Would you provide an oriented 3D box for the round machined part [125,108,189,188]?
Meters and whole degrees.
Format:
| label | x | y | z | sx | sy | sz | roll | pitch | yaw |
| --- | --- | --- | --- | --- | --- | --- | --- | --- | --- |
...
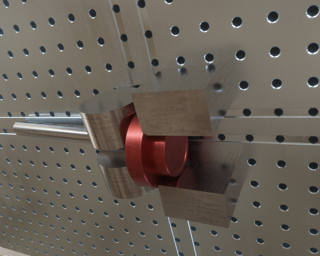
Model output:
| label | x | y | z | sx | sy | sz | roll | pitch | yaw |
| --- | --- | --- | --- | --- | --- | --- | --- | --- | --- |
| round machined part | 0.002 | 0.024 | 0.377 | 0.042 | 0.098 | 0.097 | 1 | 119 | 28 |

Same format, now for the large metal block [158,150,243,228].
| label | x | y | z | sx | sy | sz | roll | pitch | yaw |
| --- | --- | --- | --- | --- | --- | --- | --- | --- | --- |
| large metal block | 0.055 | 0.072 | 0.392 | 0.080 | 0.080 | 0.050 | 3 | 120 | 27 |

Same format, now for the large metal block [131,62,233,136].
| label | x | y | z | sx | sy | sz | roll | pitch | yaw |
| --- | --- | --- | --- | --- | --- | --- | --- | --- | --- |
| large metal block | 0.028 | -0.033 | 0.342 | 0.080 | 0.080 | 0.050 | 0 | 118 | 28 |

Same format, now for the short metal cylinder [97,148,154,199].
| label | x | y | z | sx | sy | sz | roll | pitch | yaw |
| --- | --- | --- | --- | --- | --- | --- | --- | --- | --- |
| short metal cylinder | -0.041 | 0.052 | 0.429 | 0.080 | 0.080 | 0.050 | 2 | 120 | 27 |

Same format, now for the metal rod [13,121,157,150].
| label | x | y | z | sx | sy | sz | roll | pitch | yaw |
| --- | --- | --- | --- | --- | --- | --- | --- | --- | --- |
| metal rod | -0.115 | 0.010 | 0.463 | 0.300 | 0.025 | 0.025 | 4 | 121 | 30 |

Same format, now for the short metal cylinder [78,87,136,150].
| label | x | y | z | sx | sy | sz | roll | pitch | yaw |
| --- | --- | --- | --- | --- | --- | --- | --- | --- | --- |
| short metal cylinder | -0.057 | -0.014 | 0.397 | 0.080 | 0.080 | 0.050 | 1 | 119 | 28 |
